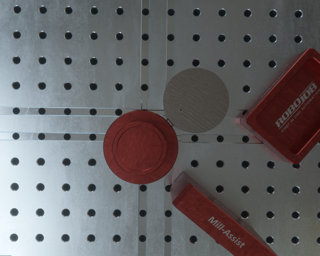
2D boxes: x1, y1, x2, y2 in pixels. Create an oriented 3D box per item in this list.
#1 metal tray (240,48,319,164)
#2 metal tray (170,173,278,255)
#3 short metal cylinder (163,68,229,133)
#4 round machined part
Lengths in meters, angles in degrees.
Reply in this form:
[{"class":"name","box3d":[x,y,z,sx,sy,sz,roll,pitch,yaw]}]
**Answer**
[{"class":"metal tray","box3d":[0.184,-0.028,0.412,0.090,0.030,0.130,42,90,0]},{"class":"metal tray","box3d":[0.072,0.113,0.381,0.130,0.090,0.030,40,90,0]},{"class":"short metal cylinder","box3d":[0.044,-0.034,0.401,0.081,0.050,0.079,0,90,0]},{"class":"round machined part","box3d":[-0.025,0.025,0.405,0.099,0.042,0.097,0,90,0]}]
